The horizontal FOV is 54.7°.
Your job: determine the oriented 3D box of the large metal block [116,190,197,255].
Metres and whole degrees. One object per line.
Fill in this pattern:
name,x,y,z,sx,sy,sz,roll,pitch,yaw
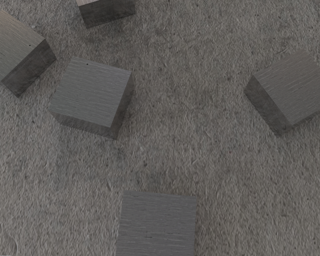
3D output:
large metal block,-0.003,0.118,0.352,0.080,0.050,0.080,5,70,2

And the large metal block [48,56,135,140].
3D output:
large metal block,-0.086,-0.039,0.408,0.080,0.050,0.080,16,71,5

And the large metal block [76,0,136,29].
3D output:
large metal block,-0.090,-0.209,0.470,0.080,0.050,0.080,-20,71,-7

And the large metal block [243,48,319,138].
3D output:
large metal block,0.173,-0.046,0.413,0.080,0.050,0.080,-28,73,-10

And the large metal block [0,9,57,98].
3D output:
large metal block,-0.209,-0.103,0.431,0.080,0.050,0.080,35,74,11
